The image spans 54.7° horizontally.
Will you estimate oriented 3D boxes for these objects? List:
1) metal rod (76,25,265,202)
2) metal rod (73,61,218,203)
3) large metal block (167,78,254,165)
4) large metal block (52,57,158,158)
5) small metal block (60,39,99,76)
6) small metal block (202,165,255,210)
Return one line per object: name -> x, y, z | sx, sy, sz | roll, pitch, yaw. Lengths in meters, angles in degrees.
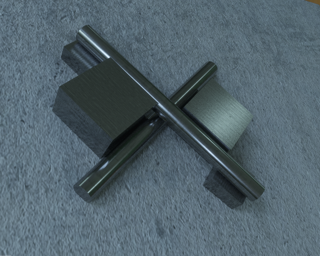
metal rod -> 0.012, -0.019, 0.391 | 0.300, 0.025, 0.025 | 43, 51, 1
metal rod -> 0.002, -0.015, 0.416 | 0.025, 0.025, 0.302 | 43, 51, 1
large metal block -> 0.071, -0.010, 0.434 | 0.080, 0.050, 0.080 | 43, 51, 1
large metal block -> -0.065, -0.025, 0.367 | 0.080, 0.050, 0.080 | 45, 51, 3
small metal block -> -0.094, -0.092, 0.412 | 0.050, 0.025, 0.050 | 45, 51, 2
small metal block -> 0.092, 0.070, 0.412 | 0.050, 0.025, 0.050 | 40, 51, -1
